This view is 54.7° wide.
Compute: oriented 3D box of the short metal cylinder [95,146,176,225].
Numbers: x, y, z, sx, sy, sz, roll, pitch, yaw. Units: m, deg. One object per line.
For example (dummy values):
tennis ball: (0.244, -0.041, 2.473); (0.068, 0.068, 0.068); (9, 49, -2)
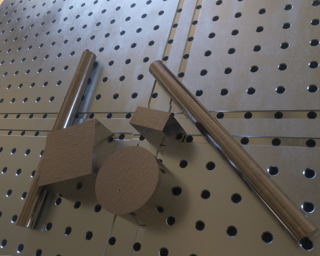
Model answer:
short metal cylinder: (-0.028, 0.068, 0.364); (0.080, 0.050, 0.080); (-13, 56, 20)

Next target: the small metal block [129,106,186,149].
small metal block: (-0.002, 0.000, 0.392); (0.050, 0.050, 0.025); (14, 69, 33)

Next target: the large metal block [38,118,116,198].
large metal block: (-0.110, 0.043, 0.422); (0.080, 0.050, 0.080); (-16, 56, 19)

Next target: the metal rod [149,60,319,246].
metal rod: (0.064, 0.004, 0.371); (0.025, 0.025, 0.300); (-38, 51, 2)

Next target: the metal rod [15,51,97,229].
metal rod: (-0.155, 0.002, 0.485); (0.025, 0.025, 0.300); (-2, 61, 27)
